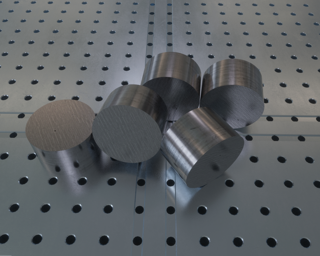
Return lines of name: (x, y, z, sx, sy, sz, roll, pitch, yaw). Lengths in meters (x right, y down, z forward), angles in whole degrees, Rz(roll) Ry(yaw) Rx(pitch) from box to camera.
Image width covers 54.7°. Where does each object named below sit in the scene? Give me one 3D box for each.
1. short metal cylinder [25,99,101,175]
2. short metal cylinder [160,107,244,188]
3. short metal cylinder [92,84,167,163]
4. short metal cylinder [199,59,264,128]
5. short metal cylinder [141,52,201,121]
short metal cylinder: (-0.116, 0.011, 0.382, 0.081, 0.050, 0.080, 0, 50, 0)
short metal cylinder: (0.048, 0.023, 0.353, 0.081, 0.080, 0.050, -26, 55, -20)
short metal cylinder: (-0.034, -0.005, 0.369, 0.080, 0.079, 0.050, 7, 35, 6)
short metal cylinder: (0.094, -0.044, 0.409, 0.080, 0.080, 0.050, 7, 51, 5)
short metal cylinder: (0.014, -0.055, 0.418, 0.080, 0.080, 0.050, 6, 50, 4)
